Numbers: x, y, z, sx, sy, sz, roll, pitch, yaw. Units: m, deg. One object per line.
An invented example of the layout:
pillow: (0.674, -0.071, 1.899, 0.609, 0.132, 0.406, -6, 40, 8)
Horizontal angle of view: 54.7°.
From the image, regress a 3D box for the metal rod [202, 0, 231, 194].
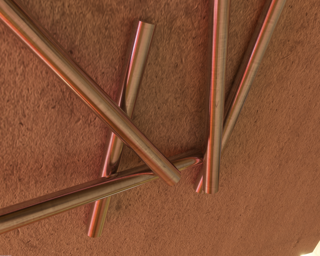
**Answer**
metal rod: (0.072, -0.040, 0.404, 0.025, 0.025, 0.298, -14, 119, -21)

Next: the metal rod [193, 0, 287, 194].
metal rod: (0.106, -0.031, 0.444, 0.025, 0.025, 0.298, 3, 117, -30)

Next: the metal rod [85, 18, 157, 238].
metal rod: (-0.055, 0.018, 0.387, 0.025, 0.025, 0.298, 3, 117, -30)

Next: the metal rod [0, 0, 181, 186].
metal rod: (-0.067, -0.030, 0.326, 0.025, 0.025, 0.300, -41, 122, 0)

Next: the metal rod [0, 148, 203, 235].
metal rod: (-0.063, 0.071, 0.378, 0.303, 0.025, 0.025, -13, 125, -35)
